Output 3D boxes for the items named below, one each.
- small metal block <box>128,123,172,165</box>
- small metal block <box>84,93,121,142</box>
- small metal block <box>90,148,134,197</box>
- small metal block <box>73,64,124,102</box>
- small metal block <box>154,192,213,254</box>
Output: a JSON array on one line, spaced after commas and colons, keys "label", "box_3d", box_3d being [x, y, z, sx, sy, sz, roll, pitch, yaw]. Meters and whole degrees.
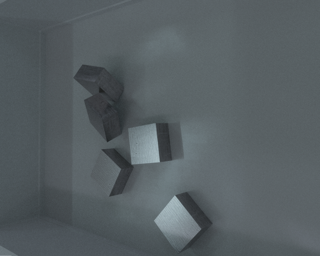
[{"label": "small metal block", "box_3d": [-0.014, 0.022, 0.416, 0.050, 0.025, 0.050, -10, 84, 39]}, {"label": "small metal block", "box_3d": [-0.084, -0.015, 0.458, 0.050, 0.025, 0.050, 44, 153, 30]}, {"label": "small metal block", "box_3d": [-0.073, 0.066, 0.464, 0.050, 0.025, 0.050, 38, 113, 33]}, {"label": "small metal block", "box_3d": [-0.090, -0.066, 0.459, 0.050, 0.050, 0.025, 16, 70, 38]}, {"label": "small metal block", "box_3d": [0.028, 0.116, 0.382, 0.050, 0.025, 0.050, 49, 119, 28]}]
